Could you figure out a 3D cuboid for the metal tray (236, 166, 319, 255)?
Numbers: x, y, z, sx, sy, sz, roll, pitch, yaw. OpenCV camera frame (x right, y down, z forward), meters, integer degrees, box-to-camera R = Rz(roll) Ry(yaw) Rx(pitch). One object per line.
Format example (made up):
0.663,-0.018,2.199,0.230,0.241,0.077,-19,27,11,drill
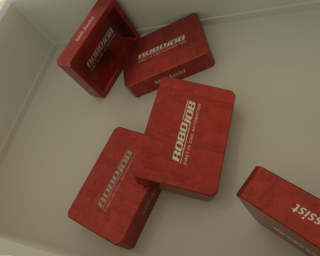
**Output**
0.130,0.087,0.241,0.130,0.090,0.030,31,80,38,metal tray

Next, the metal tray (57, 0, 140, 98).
-0.091,-0.124,0.488,0.030,0.090,0.130,16,70,34,metal tray

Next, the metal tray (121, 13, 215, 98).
0.008,-0.109,0.465,0.130,0.030,0.090,-21,54,15,metal tray

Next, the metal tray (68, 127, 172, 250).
-0.045,0.069,0.384,0.090,0.030,0.130,15,69,34,metal tray

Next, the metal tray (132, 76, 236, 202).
0.030,0.009,0.358,0.090,0.030,0.130,14,66,6,metal tray
